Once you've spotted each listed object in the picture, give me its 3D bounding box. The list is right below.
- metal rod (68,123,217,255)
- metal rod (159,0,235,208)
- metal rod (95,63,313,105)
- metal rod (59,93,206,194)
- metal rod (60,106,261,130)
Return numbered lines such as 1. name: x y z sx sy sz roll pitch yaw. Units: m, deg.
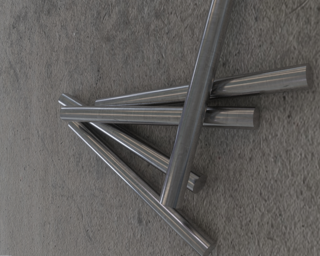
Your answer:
1. metal rod: -0.043 0.067 0.440 0.300 0.025 0.025 37 113 34
2. metal rod: 0.048 -0.062 0.334 0.025 0.025 0.298 14 90 39
3. metal rod: 0.024 -0.041 0.384 0.300 0.025 0.025 -4 88 40
4. metal rod: -0.059 0.008 0.454 0.300 0.025 0.025 29 108 36
5. metal rod: -0.024 -0.017 0.406 0.300 0.025 0.025 3 92 34
